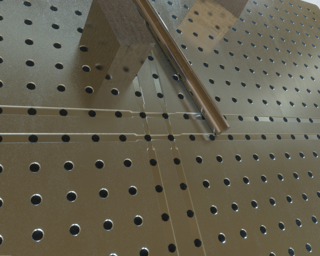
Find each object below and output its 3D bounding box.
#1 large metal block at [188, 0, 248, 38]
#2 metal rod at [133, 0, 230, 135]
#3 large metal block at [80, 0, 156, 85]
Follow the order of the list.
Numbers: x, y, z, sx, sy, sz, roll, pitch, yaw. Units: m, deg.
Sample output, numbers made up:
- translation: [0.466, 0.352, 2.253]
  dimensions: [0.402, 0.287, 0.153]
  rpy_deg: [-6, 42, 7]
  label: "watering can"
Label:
- translation: [0.114, -0.234, 0.596]
  dimensions: [0.080, 0.050, 0.080]
  rpy_deg: [35, 51, -5]
  label: "large metal block"
- translation: [0.021, -0.121, 0.493]
  dimensions: [0.025, 0.025, 0.299]
  rpy_deg: [-19, 72, -35]
  label: "metal rod"
- translation: [-0.059, -0.115, 0.411]
  dimensions: [0.050, 0.080, 0.080]
  rpy_deg: [-15, 70, -34]
  label: "large metal block"
